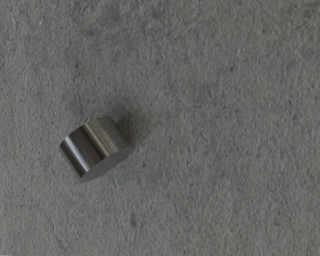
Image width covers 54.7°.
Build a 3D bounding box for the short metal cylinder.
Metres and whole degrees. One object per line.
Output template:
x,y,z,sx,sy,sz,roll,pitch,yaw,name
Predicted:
-0.083,0.029,0.408,0.080,0.080,0.050,-39,78,15,short metal cylinder
